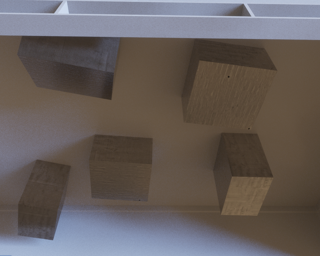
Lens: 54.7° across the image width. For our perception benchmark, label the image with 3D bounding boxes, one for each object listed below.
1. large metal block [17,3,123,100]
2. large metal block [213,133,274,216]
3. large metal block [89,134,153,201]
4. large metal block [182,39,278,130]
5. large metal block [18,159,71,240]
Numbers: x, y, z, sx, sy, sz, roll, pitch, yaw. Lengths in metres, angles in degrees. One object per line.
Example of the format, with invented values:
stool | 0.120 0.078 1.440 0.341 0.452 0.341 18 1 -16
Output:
large metal block | -0.083 -0.070 0.307 0.081 0.050 0.080 10 166 -8
large metal block | 0.110 0.063 0.428 0.050 0.080 0.079 2 130 -2
large metal block | -0.054 0.058 0.441 0.081 0.050 0.079 4 130 -4
large metal block | 0.073 -0.048 0.352 0.081 0.050 0.079 6 130 -6
large metal block | -0.172 0.107 0.463 0.050 0.080 0.079 13 129 -11
